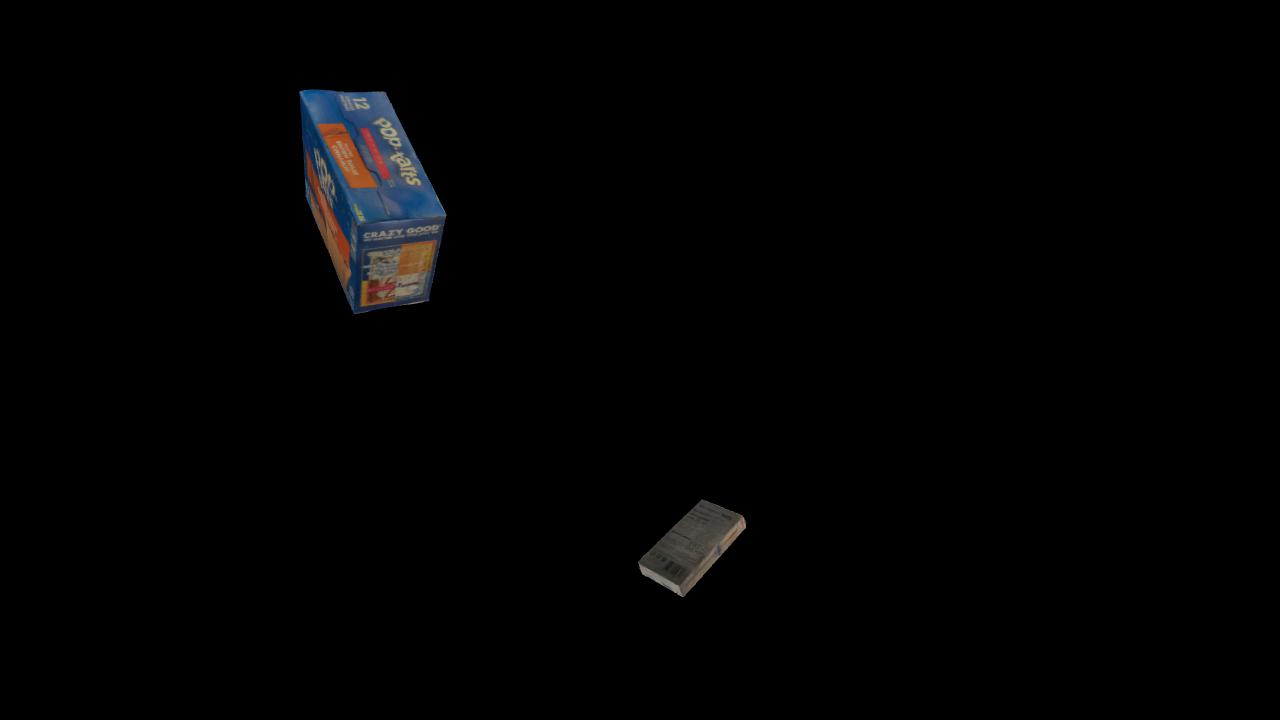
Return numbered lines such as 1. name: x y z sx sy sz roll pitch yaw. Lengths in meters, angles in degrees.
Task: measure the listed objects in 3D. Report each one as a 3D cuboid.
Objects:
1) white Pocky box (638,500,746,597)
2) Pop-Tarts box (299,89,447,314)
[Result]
1. white Pocky box: 0.078 0.272 0.908 0.084 0.028 0.154 13 38 44
2. Pop-Tarts box: -0.274 -0.157 0.621 0.083 0.167 0.141 -18 -21 -34
